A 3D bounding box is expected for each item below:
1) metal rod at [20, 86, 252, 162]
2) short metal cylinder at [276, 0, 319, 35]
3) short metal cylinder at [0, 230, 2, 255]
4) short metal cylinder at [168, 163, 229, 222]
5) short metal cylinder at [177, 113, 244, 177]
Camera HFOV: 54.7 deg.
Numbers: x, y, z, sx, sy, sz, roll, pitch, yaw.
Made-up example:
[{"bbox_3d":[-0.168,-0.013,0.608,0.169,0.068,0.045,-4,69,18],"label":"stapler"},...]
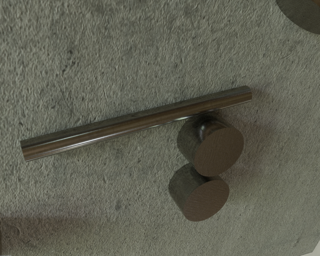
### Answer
[{"bbox_3d":[-0.013,-0.012,0.392,0.302,0.025,0.025,-15,125,-20],"label":"metal rod"},{"bbox_3d":[0.190,-0.160,0.376,0.080,0.080,0.050,33,100,-38],"label":"short metal cylinder"},{"bbox_3d":[-0.229,0.151,0.359,0.081,0.050,0.079,-14,124,-21],"label":"short metal cylinder"},{"bbox_3d":[0.060,0.098,0.484,0.081,0.050,0.079,-14,124,-21],"label":"short metal cylinder"},{"bbox_3d":[0.071,0.022,0.443,0.081,0.050,0.079,-14,124,-21],"label":"short metal cylinder"}]
